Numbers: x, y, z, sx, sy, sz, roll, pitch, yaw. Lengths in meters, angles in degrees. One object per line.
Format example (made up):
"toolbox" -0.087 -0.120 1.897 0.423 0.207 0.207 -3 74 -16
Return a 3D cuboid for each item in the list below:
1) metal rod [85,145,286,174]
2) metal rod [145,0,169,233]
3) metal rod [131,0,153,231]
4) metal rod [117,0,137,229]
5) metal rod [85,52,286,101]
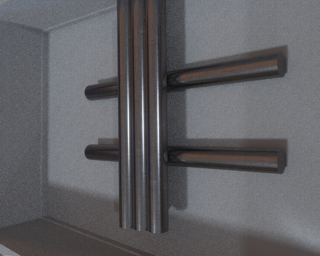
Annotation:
"metal rod" 0.005 0.036 0.402 0.300 0.025 0.025 -1 89 40
"metal rod" -0.004 -0.026 0.375 0.025 0.025 0.298 -1 89 40
"metal rod" -0.023 -0.024 0.390 0.025 0.025 0.298 -1 89 40
"metal rod" -0.042 -0.021 0.407 0.025 0.025 0.298 -1 89 40
"metal rod" 0.005 -0.059 0.402 0.300 0.025 0.025 -2 89 40
